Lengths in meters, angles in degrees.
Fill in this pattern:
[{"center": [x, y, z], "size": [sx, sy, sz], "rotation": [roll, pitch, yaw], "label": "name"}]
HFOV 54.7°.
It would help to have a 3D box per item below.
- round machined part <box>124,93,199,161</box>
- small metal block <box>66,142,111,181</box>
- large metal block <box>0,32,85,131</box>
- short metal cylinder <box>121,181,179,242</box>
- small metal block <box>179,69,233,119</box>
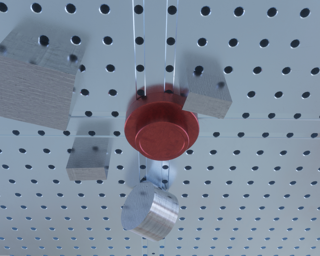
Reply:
[{"center": [0.002, 0.005, 0.405], "size": [0.099, 0.042, 0.097], "rotation": [-1, 130, 0], "label": "round machined part"}, {"center": [-0.098, 0.046, 0.433], "size": [0.050, 0.050, 0.025], "rotation": [-2, 130, 1], "label": "small metal block"}, {"center": [-0.137, -0.050, 0.350], "size": [0.081, 0.050, 0.079], "rotation": [14, 129, -12], "label": "large metal block"}, {"center": [-0.016, 0.130, 0.486], "size": [0.050, 0.080, 0.080], "rotation": [35, 122, -26], "label": "short metal cylinder"}, {"center": [0.052, -0.040, 0.362], "size": [0.050, 0.050, 0.025], "rotation": [12, 129, -11], "label": "small metal block"}]
